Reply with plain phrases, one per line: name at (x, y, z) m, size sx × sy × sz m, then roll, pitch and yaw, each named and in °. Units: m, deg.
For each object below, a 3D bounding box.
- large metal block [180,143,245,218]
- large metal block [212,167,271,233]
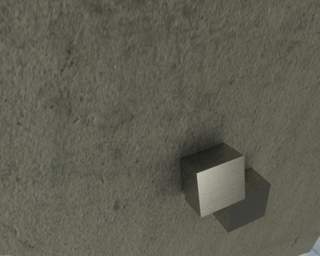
large metal block at (0.082, 0.079, 0.479) m, size 0.081 × 0.050 × 0.079 m, roll -17°, pitch 117°, yaw -19°
large metal block at (0.142, 0.127, 0.550) m, size 0.081 × 0.050 × 0.079 m, roll -17°, pitch 126°, yaw -19°
